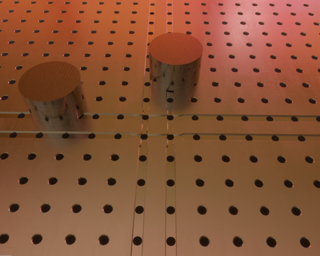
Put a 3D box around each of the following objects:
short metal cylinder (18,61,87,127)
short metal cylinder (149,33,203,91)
[{"bbox_3d":[-0.146,-0.048,0.430,0.081,0.050,0.080,0,50,0],"label":"short metal cylinder"},{"bbox_3d":[0.023,-0.103,0.478,0.081,0.050,0.080,0,50,0],"label":"short metal cylinder"}]
